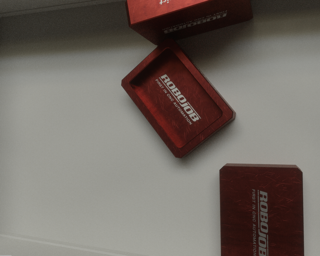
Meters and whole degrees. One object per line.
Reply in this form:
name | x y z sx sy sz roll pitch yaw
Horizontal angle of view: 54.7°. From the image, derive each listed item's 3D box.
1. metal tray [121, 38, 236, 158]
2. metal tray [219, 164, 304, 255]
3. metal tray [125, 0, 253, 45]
metal tray | 0.022 -0.038 0.399 0.090 0.030 0.130 -40 78 15
metal tray | 0.119 0.109 0.366 0.090 0.030 0.129 -1 90 20
metal tray | 0.037 -0.138 0.362 0.130 0.090 0.030 -10 87 19
